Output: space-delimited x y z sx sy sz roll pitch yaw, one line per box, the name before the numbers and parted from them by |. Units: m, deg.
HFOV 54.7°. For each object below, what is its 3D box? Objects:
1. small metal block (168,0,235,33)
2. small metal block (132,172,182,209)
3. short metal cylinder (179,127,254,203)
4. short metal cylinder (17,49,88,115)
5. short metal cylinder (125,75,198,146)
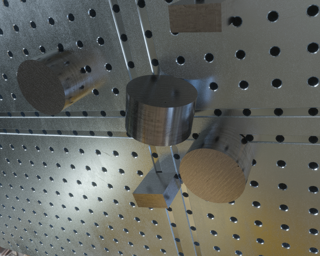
small metal block | 0.042 -0.112 0.303 0.050 0.050 0.025 7 122 24
small metal block | -0.004 0.090 0.453 0.050 0.050 0.025 -6 115 31
short metal cylinder | 0.071 0.046 0.386 0.080 0.050 0.079 13 124 21
short metal cylinder | -0.149 -0.065 0.434 0.080 0.050 0.079 13 124 21
short metal cylinder | 0.000 -0.023 0.362 0.080 0.080 0.050 18 126 17
